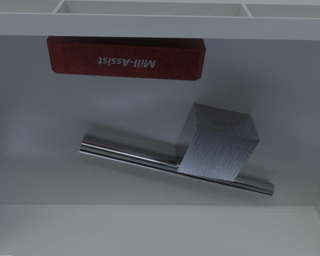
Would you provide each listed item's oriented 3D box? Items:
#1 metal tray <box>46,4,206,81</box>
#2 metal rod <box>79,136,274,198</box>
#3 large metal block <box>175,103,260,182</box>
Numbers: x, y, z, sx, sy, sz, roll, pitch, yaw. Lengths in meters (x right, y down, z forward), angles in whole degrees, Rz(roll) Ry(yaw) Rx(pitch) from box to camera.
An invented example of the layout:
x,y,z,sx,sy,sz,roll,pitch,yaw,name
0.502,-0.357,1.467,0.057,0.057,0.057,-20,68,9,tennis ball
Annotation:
x,y,z,sx,sy,sz,roll,pitch,yaw,name
-0.028,-0.084,0.294,0.131,0.090,0.030,3,130,-3,metal tray
0.034,0.061,0.461,0.302,0.025,0.025,15,128,-13,metal rod
0.072,0.020,0.411,0.081,0.050,0.079,11,129,-10,large metal block
